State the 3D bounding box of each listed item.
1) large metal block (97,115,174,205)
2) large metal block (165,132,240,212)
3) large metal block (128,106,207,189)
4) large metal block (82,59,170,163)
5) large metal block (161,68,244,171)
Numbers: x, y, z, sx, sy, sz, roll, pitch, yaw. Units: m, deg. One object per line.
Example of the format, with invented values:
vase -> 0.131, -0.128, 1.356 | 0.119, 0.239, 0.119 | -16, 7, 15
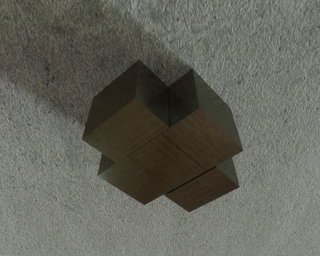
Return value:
large metal block -> -0.029, 0.041, 0.408 | 0.050, 0.080, 0.080 | -35, 122, 25
large metal block -> 0.052, 0.054, 0.420 | 0.080, 0.080, 0.050 | -34, 122, 25
large metal block -> 0.009, 0.015, 0.387 | 0.050, 0.080, 0.080 | -35, 122, 25
large metal block -> -0.037, -0.020, 0.356 | 0.080, 0.080, 0.050 | -34, 122, 25
large metal block -> 0.047, -0.010, 0.365 | 0.050, 0.080, 0.080 | -35, 122, 25
